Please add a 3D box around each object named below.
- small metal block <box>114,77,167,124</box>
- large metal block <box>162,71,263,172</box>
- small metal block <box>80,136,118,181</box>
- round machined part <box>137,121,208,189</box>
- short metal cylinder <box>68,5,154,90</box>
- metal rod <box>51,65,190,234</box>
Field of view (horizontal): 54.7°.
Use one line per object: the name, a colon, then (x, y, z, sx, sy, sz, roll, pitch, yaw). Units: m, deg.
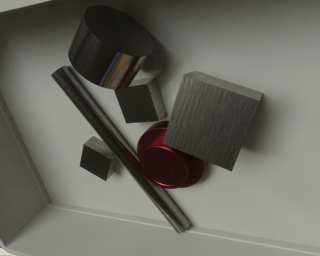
small metal block: (-0.025, -0.035, 0.399, 0.050, 0.025, 0.050, -4, 117, 29)
large metal block: (0.058, -0.011, 0.342, 0.080, 0.050, 0.079, 22, 111, 15)
small metal block: (-0.095, 0.048, 0.486, 0.050, 0.025, 0.050, 28, 128, 10)
round machined part: (0.012, 0.043, 0.417, 0.098, 0.042, 0.097, 13, 124, 20)
short metal cylinder: (-0.054, -0.089, 0.345, 0.080, 0.080, 0.050, 40, 129, 0)
metal rod: (-0.053, 0.038, 0.457, 0.025, 0.025, 0.299, -29, 103, 37)
